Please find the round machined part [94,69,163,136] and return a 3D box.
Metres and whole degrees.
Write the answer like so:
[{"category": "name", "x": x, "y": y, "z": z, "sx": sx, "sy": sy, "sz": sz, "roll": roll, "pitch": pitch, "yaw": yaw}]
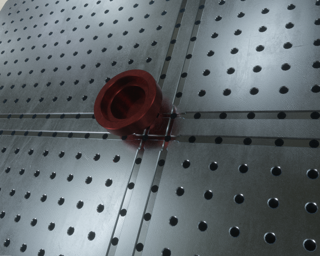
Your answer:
[{"category": "round machined part", "x": -0.041, "y": -0.032, "z": 0.439, "sx": 0.098, "sy": 0.042, "sz": 0.098, "roll": -13, "pitch": 56, "yaw": 21}]
